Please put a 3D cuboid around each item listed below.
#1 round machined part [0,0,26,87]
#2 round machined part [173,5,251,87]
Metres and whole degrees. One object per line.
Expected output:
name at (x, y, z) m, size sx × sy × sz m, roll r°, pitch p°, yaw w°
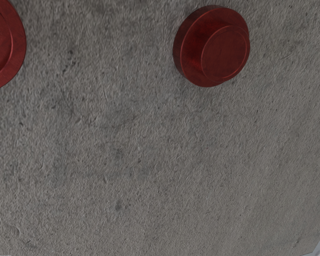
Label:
round machined part at (-0.166, -0.079, 0.256) m, size 0.099 × 0.042 × 0.097 m, roll -14°, pitch 124°, yaw -21°
round machined part at (0.069, -0.094, 0.375) m, size 0.099 × 0.042 × 0.097 m, roll -14°, pitch 124°, yaw -21°
